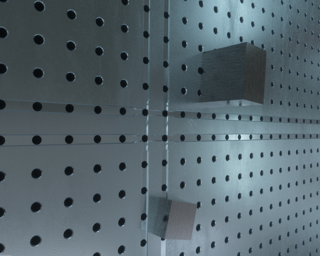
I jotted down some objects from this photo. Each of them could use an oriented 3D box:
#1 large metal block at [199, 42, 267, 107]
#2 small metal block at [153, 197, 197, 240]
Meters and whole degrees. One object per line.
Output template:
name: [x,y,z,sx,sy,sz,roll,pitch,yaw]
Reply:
large metal block: [0.109,-0.076,0.467,0.050,0.080,0.080,7,86,-40]
small metal block: [0.022,0.126,0.430,0.050,0.025,0.050,19,78,-39]
